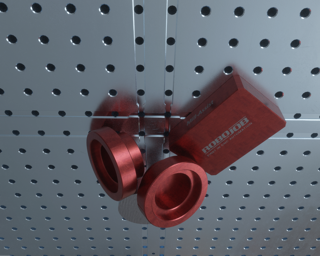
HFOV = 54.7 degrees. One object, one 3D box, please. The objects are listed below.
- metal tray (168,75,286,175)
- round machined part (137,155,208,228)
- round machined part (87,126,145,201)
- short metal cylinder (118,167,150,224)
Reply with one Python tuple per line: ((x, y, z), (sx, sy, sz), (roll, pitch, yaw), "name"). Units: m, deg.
((0.085, 0.003, 0.412), (0.090, 0.030, 0.129), (32, 123, -25), "metal tray")
((0.013, 0.081, 0.418), (0.099, 0.042, 0.097), (-13, 117, -27), "round machined part")
((-0.057, 0.043, 0.413), (0.042, 0.098, 0.097), (-22, 138, -30), "round machined part")
((-0.023, 0.107, 0.486), (0.081, 0.050, 0.079), (-1, 130, 0), "short metal cylinder")
